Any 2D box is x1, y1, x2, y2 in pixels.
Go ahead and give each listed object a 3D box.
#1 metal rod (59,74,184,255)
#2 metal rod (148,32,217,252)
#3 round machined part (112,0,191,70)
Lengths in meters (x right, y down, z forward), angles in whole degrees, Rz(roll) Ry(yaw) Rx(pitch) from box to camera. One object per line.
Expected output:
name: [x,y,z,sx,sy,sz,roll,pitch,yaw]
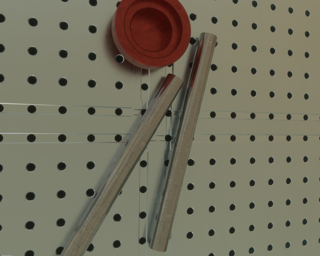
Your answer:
metal rod: [-0.053,0.061,0.393,0.025,0.025,0.300,33,79,-17]
metal rod: [0.032,0.015,0.424,0.025,0.025,0.299,16,85,-20]
round machined part: [-0.013,-0.124,0.398,0.099,0.042,0.097,0,90,-20]
